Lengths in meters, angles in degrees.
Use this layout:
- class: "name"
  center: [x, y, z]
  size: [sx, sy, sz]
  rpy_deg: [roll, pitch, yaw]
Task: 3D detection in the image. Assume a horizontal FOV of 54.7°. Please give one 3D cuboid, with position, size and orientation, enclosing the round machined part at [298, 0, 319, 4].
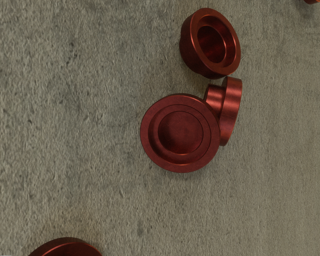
- class: "round machined part"
  center: [0.310, -0.310, 0.652]
  size: [0.099, 0.042, 0.097]
  rpy_deg: [0, 90, -40]

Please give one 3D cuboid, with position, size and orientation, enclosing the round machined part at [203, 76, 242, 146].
- class: "round machined part"
  center: [0.081, -0.026, 0.438]
  size: [0.042, 0.098, 0.098]
  rpy_deg: [14, 79, 3]

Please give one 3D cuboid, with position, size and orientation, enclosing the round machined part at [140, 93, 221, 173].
- class: "round machined part"
  center: [0.028, 0.004, 0.393]
  size: [0.042, 0.098, 0.097]
  rpy_deg: [-48, 127, -71]

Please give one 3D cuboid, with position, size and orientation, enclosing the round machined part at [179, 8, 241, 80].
- class: "round machined part"
  center: [0.066, -0.115, 0.440]
  size: [0.099, 0.042, 0.098]
  rpy_deg: [10, 73, -35]

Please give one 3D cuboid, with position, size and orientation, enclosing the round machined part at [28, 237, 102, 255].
- class: "round machined part"
  center: [-0.096, 0.166, 0.314]
  size: [0.099, 0.042, 0.097]
  rpy_deg: [0, 90, -40]
